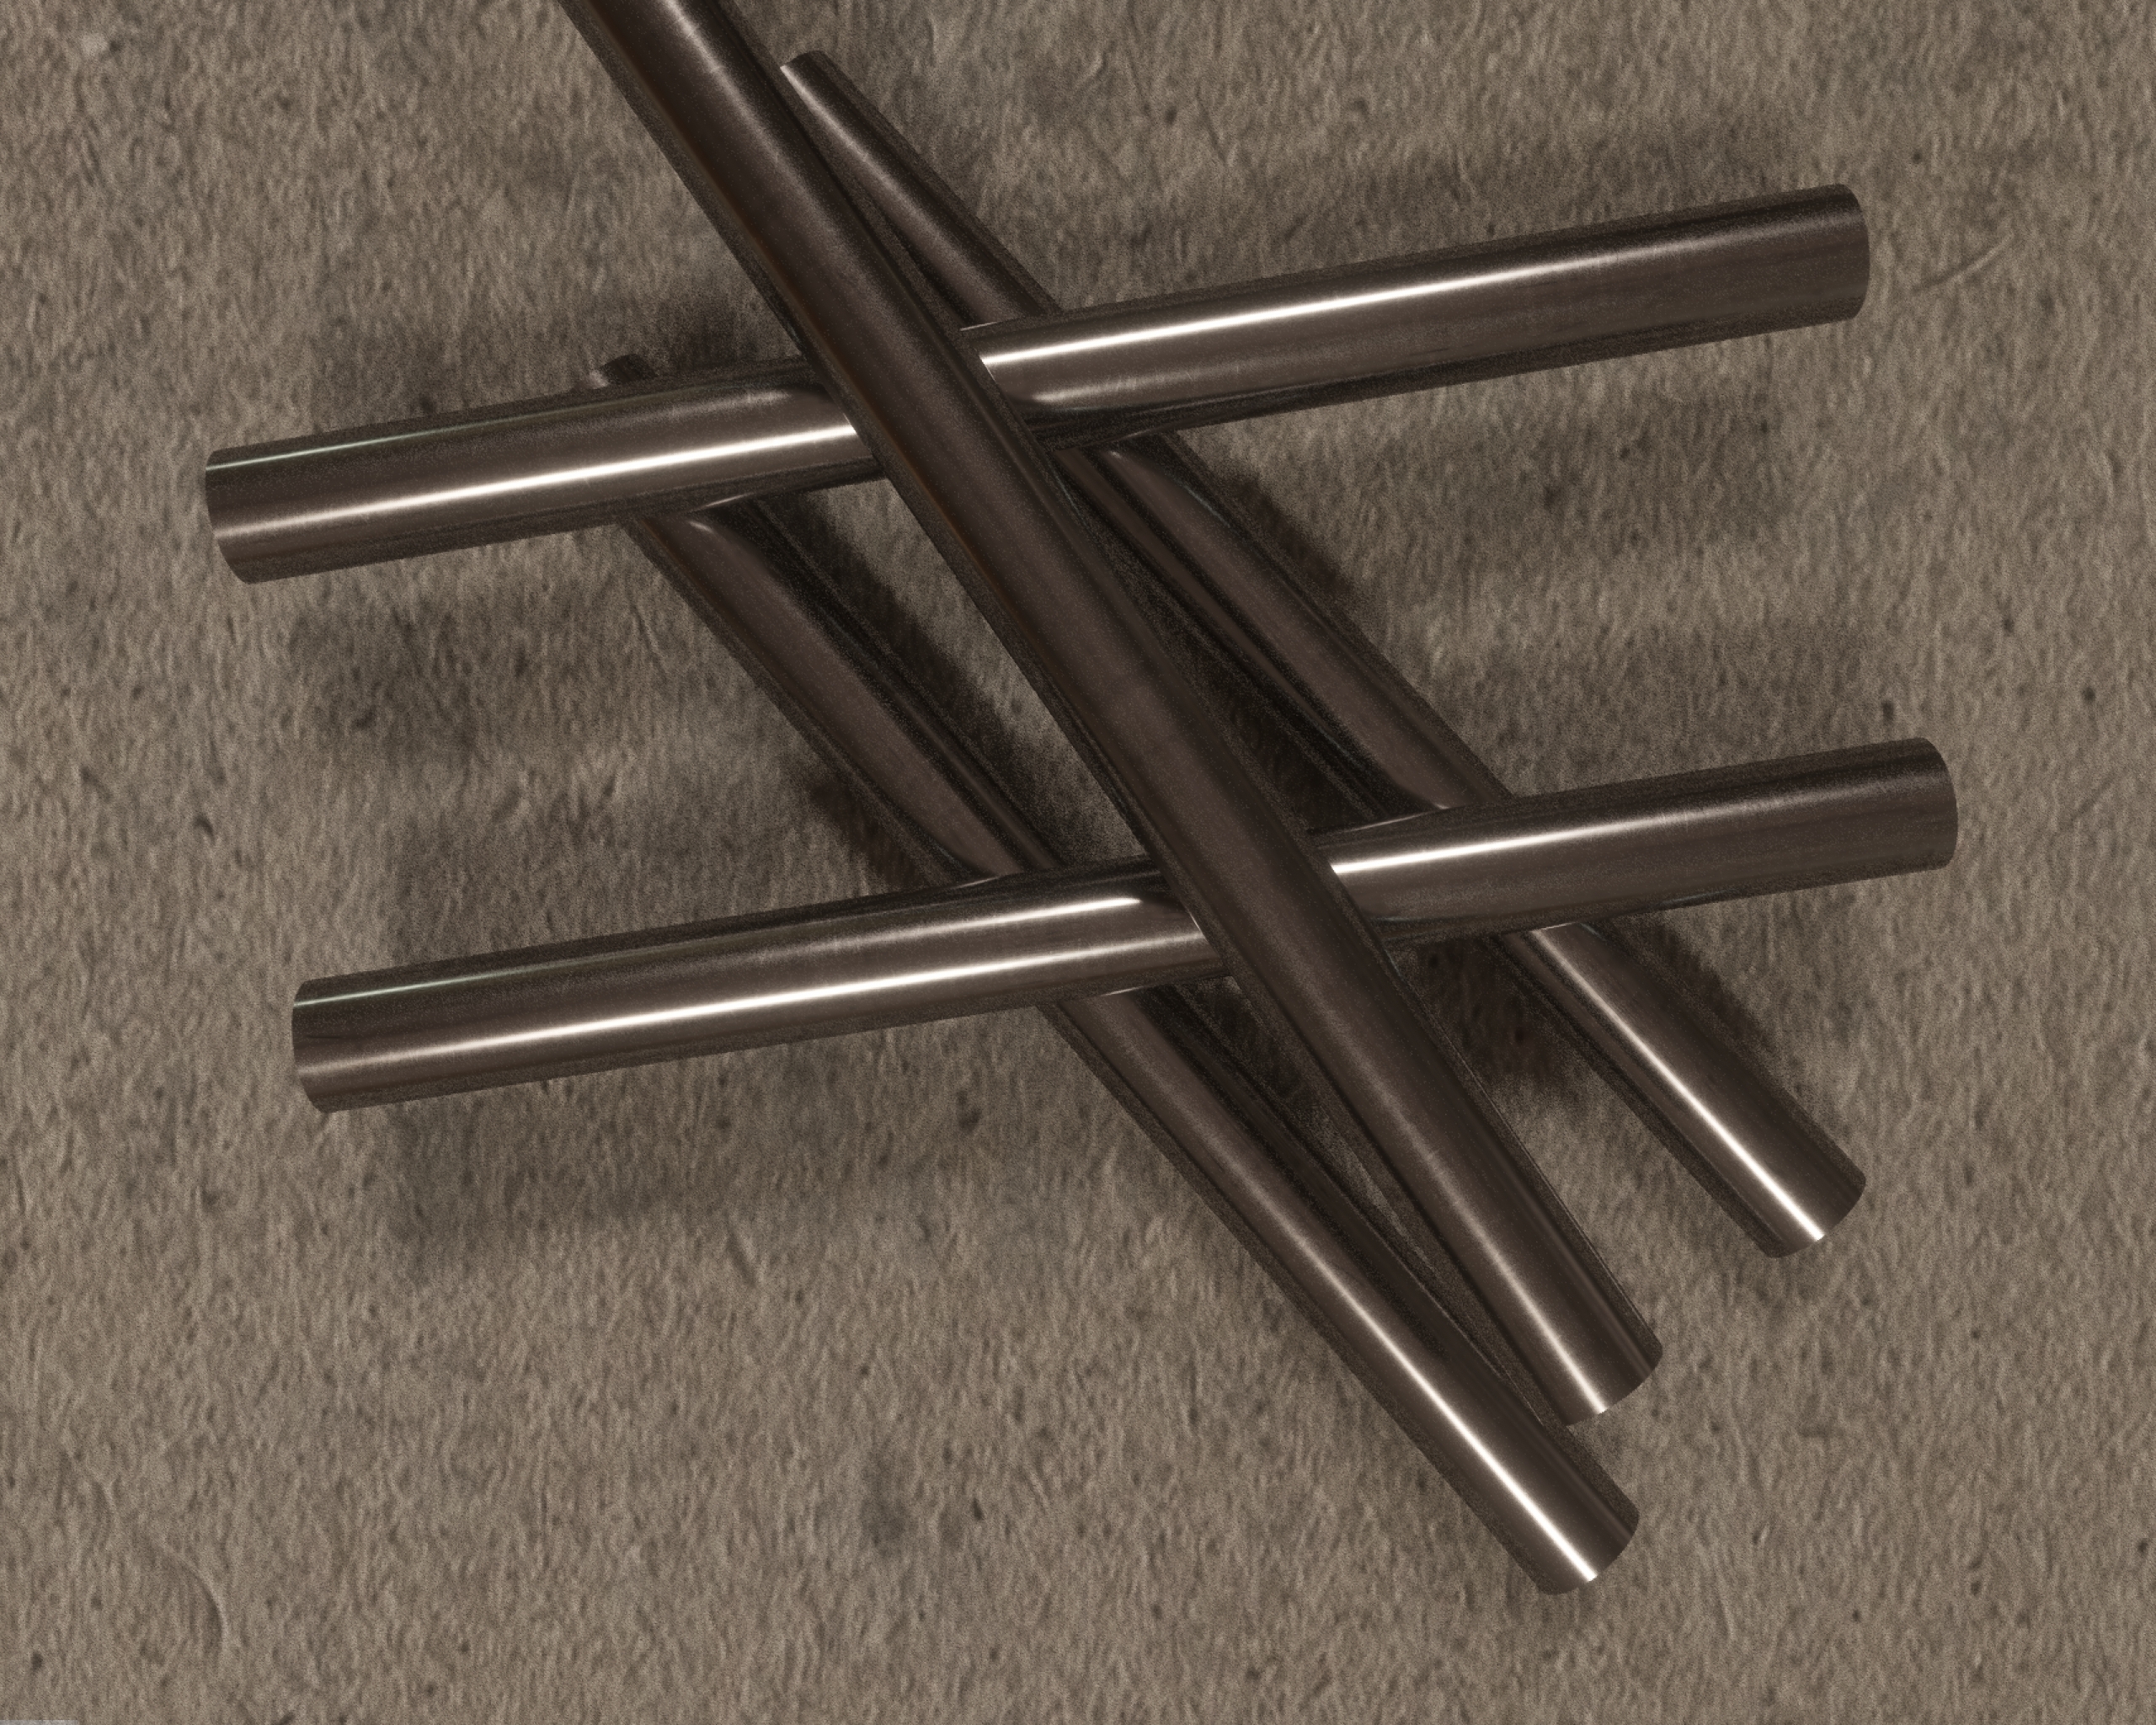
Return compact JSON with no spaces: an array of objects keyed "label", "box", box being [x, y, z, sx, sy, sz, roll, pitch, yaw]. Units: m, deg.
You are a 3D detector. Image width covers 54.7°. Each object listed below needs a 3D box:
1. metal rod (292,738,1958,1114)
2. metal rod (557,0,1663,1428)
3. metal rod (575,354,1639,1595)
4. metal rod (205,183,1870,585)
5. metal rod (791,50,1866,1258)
[{"label":"metal rod","box":[0.009,0.011,0.387,0.302,0.025,0.025,-9,90,-1]},{"label":"metal rod","box":[0.006,-0.032,0.361,0.025,0.025,0.299,-35,91,0]},{"label":"metal rod","box":[0.003,0.022,0.410,0.025,0.025,0.300,-41,91,0]},{"label":"metal rod","box":[-0.006,-0.089,0.386,0.302,0.025,0.025,-10,90,-1]},{"label":"metal rod","box":[0.044,-0.040,0.411,0.025,0.025,0.300,-43,91,0]}]
